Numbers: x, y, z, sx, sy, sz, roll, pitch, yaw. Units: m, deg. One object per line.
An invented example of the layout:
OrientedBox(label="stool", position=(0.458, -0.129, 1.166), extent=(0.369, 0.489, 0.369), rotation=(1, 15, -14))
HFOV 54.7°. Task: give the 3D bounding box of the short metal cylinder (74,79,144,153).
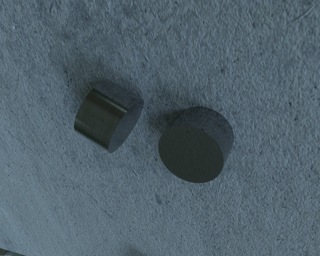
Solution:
OrientedBox(label="short metal cylinder", position=(-0.063, -0.015, 0.396), extent=(0.050, 0.080, 0.079), rotation=(31, 128, 8))

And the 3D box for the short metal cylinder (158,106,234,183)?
OrientedBox(label="short metal cylinder", position=(0.045, 0.020, 0.379), extent=(0.080, 0.050, 0.079), rotation=(13, 124, 21))
